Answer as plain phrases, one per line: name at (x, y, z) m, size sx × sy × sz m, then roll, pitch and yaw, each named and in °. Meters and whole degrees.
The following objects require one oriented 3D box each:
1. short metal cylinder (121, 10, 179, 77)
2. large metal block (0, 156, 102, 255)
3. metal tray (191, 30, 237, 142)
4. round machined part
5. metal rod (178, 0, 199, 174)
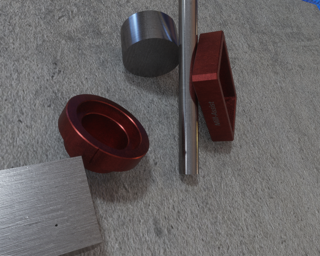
short metal cylinder at (-0.013, -0.115, 0.433) m, size 0.081 × 0.080 × 0.050 m, roll 6°, pitch 59°, yaw -25°
large metal block at (-0.105, 0.078, 0.278) m, size 0.081 × 0.050 × 0.080 m, roll -9°, pitch 66°, yaw -25°
metal tray at (0.079, -0.053, 0.423) m, size 0.030 × 0.130 × 0.090 m, roll -3°, pitch 51°, yaw 22°
round machined part at (-0.064, 0.011, 0.338) m, size 0.098 × 0.042 × 0.098 m, roll 29°, pitch 27°, yaw -17°
metal rod at (0.037, -0.091, 0.401) m, size 0.025 × 0.025 × 0.298 m, roll 2°, pitch 86°, yaw -28°
